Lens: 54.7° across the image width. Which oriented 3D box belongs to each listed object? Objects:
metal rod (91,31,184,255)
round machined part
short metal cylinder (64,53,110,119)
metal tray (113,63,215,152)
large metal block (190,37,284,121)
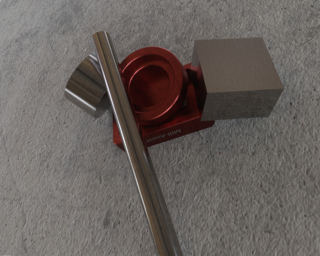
[{"bbox_3d":[-0.030,0.015,0.354,0.025,0.025,0.299,-24,70,13],"label":"metal rod"},{"bbox_3d":[-0.010,-0.051,0.399,0.098,0.042,0.098,-6,75,22],"label":"round machined part"},{"bbox_3d":[-0.090,-0.060,0.444,0.050,0.080,0.080,35,79,2],"label":"short metal cylinder"},{"bbox_3d":[0.000,-0.027,0.417,0.130,0.030,0.090,-19,54,16],"label":"metal tray"},{"bbox_3d":[0.083,-0.057,0.358,0.081,0.050,0.080,-4,56,-5],"label":"large metal block"}]
